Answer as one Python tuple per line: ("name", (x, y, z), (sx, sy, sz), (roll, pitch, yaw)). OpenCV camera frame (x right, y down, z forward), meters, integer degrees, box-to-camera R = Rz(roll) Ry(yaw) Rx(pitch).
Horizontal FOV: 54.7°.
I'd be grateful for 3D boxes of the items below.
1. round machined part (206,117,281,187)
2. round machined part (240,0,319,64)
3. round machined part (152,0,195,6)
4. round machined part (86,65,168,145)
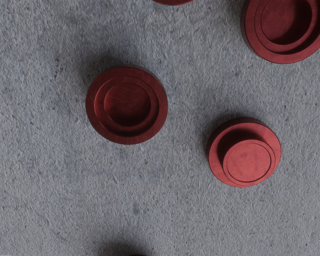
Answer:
("round machined part", (0.114, 0.038, 0.416), (0.099, 0.042, 0.097), (0, 110, 0))
("round machined part", (0.141, -0.126, 0.355), (0.099, 0.042, 0.097), (0, 110, 0))
("round machined part", (0.014, -0.183, 0.333), (0.099, 0.042, 0.097), (0, 110, 0))
("round machined part", (-0.039, -0.031, 0.389), (0.099, 0.042, 0.097), (0, 110, 0))
